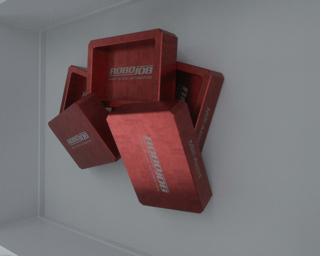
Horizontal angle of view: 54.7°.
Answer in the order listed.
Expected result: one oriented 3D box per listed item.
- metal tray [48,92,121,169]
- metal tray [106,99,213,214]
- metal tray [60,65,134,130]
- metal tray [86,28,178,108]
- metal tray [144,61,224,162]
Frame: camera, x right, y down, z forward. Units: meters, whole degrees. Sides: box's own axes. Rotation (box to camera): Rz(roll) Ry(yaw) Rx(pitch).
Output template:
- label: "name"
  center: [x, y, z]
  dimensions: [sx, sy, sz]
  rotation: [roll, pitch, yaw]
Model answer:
- label: "metal tray"
  center: [-0.104, 0.010, 0.441]
  dimensions: [0.130, 0.030, 0.090]
  rotation: [-19, 108, 54]
- label: "metal tray"
  center: [0.001, 0.034, 0.357]
  dimensions: [0.090, 0.030, 0.129]
  rotation: [-2, 118, 34]
- label: "metal tray"
  center: [-0.101, -0.039, 0.480]
  dimensions: [0.130, 0.030, 0.089]
  rotation: [25, 106, 37]
- label: "metal tray"
  center: [-0.040, -0.070, 0.393]
  dimensions: [0.130, 0.030, 0.089]
  rotation: [5, 93, 39]
- label: "metal tray"
  center: [0.017, -0.016, 0.385]
  dimensions: [0.090, 0.030, 0.129]
  rotation: [24, 105, 37]
